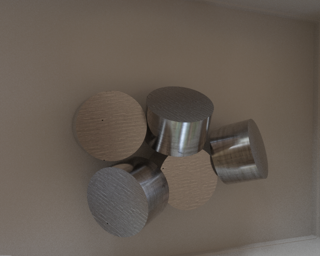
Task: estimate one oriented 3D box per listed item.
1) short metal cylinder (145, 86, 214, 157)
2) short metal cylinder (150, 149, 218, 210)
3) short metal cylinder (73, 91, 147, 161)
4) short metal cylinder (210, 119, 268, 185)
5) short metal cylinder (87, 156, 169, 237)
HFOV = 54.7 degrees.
[{"bbox_3d":[0.021,-0.010,0.381,0.081,0.080,0.050,-9,129,-20],"label":"short metal cylinder"},{"bbox_3d":[0.028,0.062,0.407,0.081,0.050,0.079,0,90,-21],"label":"short metal cylinder"},{"bbox_3d":[-0.062,-0.002,0.372,0.081,0.050,0.079,0,90,-21],"label":"short metal cylinder"},{"bbox_3d":[0.107,0.032,0.415,0.080,0.050,0.080,36,46,-49],"label":"short metal cylinder"},{"bbox_3d":[-0.036,0.078,0.360,0.050,0.080,0.079,-18,99,-62],"label":"short metal cylinder"}]
